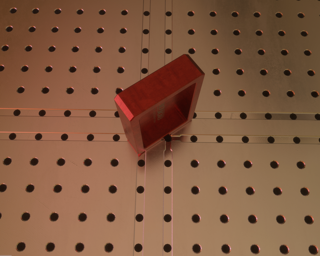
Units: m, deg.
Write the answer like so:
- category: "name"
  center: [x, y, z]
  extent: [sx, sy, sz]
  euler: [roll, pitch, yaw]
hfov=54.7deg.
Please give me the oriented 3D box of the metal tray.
- category: "metal tray"
  center: [0.000, -0.021, 0.363]
  extent: [0.090, 0.130, 0.030]
  euler: [-33, 74, -12]
